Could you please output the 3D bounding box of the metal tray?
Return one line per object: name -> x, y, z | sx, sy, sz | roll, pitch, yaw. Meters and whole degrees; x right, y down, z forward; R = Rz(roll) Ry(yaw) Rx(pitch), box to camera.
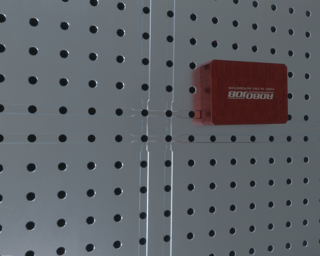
metal tray -> 0.126, -0.050, 0.456 | 0.131, 0.030, 0.090 | -1, 91, -20
